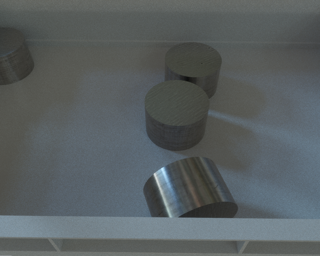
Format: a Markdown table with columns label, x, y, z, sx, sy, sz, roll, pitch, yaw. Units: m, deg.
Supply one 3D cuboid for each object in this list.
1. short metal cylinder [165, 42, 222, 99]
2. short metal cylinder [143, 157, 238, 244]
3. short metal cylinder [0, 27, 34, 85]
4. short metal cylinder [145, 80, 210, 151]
| label | x | y | z | sx | sy | sz | roll | pitch | yaw |
| --- | --- | --- | --- | --- | --- | --- | --- | --- | --- |
| short metal cylinder | 0.047 | -0.083 | 0.458 | 0.080 | 0.050 | 0.080 | 0 | 50 | 0 |
| short metal cylinder | 0.029 | 0.073 | 0.308 | 0.081 | 0.080 | 0.050 | -14 | 52 | -12 |
| short metal cylinder | -0.245 | -0.112 | 0.481 | 0.080 | 0.050 | 0.080 | 0 | 50 | 0 |
| short metal cylinder | 0.021 | -0.017 | 0.403 | 0.080 | 0.050 | 0.080 | 0 | 50 | 0 |
